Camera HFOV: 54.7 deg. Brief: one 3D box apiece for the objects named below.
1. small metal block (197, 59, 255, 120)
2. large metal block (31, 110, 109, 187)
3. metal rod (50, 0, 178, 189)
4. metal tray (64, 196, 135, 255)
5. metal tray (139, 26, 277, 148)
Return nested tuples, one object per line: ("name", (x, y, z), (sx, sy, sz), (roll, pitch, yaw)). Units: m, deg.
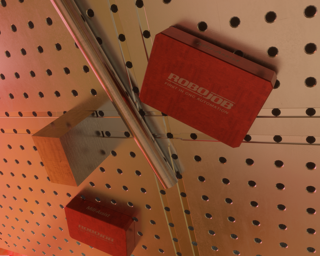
("small metal block", (0.072, -0.045, 0.345), (0.050, 0.025, 0.050), (32, 128, 7))
("large metal block", (-0.128, 0.028, 0.458), (0.050, 0.080, 0.079), (3, 120, 26))
("metal rod", (-0.056, -0.045, 0.411), (0.025, 0.025, 0.299), (-19, 109, 35))
("metal tray", (-0.113, 0.188, 0.581), (0.130, 0.030, 0.089), (14, 124, 19))
("metal tray", (0.048, -0.045, 0.345), (0.130, 0.030, 0.089), (27, 128, 11))
